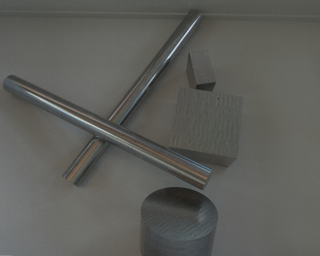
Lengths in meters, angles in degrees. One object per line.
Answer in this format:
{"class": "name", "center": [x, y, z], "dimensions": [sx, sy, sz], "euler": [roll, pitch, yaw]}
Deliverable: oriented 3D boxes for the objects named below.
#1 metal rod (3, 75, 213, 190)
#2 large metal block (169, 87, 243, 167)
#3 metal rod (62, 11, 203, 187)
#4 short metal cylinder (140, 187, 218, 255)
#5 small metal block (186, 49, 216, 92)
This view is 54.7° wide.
{"class": "metal rod", "center": [-0.078, -0.003, 0.383], "dimensions": [0.301, 0.025, 0.025], "euler": [25, 72, 19]}
{"class": "large metal block", "center": [0.057, 0.000, 0.397], "dimensions": [0.080, 0.050, 0.080], "euler": [10, 70, 3]}
{"class": "metal rod", "center": [-0.029, -0.051, 0.427], "dimensions": [0.025, 0.025, 0.300], "euler": [32, 73, 10]}
{"class": "short metal cylinder", "center": [0.019, 0.109, 0.335], "dimensions": [0.081, 0.050, 0.080], "euler": [3, 27, -1]}
{"class": "small metal block", "center": [0.055, -0.071, 0.423], "dimensions": [0.025, 0.050, 0.050], "euler": [-9, 70, -3]}
